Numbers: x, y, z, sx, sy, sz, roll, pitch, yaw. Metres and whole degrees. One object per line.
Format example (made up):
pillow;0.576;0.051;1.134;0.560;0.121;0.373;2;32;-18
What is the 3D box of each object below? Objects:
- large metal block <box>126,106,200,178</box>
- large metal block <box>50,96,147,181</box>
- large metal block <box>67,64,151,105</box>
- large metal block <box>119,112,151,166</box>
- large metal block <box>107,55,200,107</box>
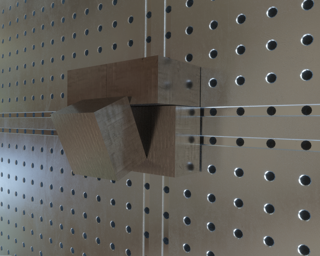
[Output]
large metal block;0.002;0.014;0.386;0.080;0.050;0.079;1;91;39
large metal block;-0.072;0.011;0.363;0.080;0.050;0.080;0;114;39
large metal block;-0.069;-0.053;0.427;0.080;0.081;0.050;1;91;39
large metal block;-0.060;0.012;0.438;0.080;0.050;0.079;1;91;39
large metal block;-0.007;-0.051;0.376;0.080;0.081;0.050;1;91;39
